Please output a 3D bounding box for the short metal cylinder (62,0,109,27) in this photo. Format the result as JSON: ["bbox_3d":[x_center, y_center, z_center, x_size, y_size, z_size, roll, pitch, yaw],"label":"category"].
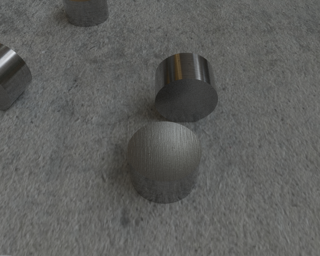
[{"bbox_3d":[-0.140,-0.234,0.582,0.081,0.050,0.080,0,50,0],"label":"short metal cylinder"}]

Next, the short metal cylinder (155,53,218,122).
[{"bbox_3d":[0.034,-0.052,0.412,0.081,0.080,0.050,0,50,-1],"label":"short metal cylinder"}]

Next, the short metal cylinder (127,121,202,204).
[{"bbox_3d":[0.005,0.039,0.355,0.081,0.050,0.080,0,50,0],"label":"short metal cylinder"}]

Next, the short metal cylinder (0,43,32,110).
[{"bbox_3d":[-0.227,-0.071,0.424,0.080,0.080,0.050,15,52,12],"label":"short metal cylinder"}]
